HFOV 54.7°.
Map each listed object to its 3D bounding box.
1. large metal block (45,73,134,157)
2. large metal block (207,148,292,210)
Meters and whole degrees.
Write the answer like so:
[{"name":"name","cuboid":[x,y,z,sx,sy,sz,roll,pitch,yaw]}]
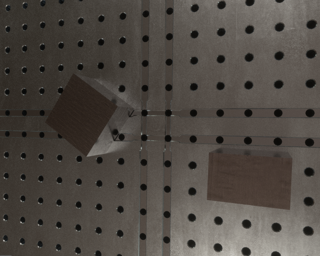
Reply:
[{"name":"large metal block","cuboid":[-0.097,-0.018,0.432,0.080,0.050,0.080,37,101,16]},{"name":"large metal block","cuboid":[0.101,0.052,0.347,0.080,0.080,0.050,3,91,19]}]
